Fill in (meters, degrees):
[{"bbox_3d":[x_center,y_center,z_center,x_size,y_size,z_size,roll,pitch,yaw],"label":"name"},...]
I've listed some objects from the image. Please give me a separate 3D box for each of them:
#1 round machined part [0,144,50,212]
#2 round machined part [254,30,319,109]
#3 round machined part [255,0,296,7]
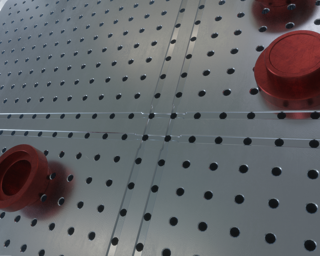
[{"bbox_3d":[-0.205,0.076,0.460,0.098,0.042,0.098,-13,56,21],"label":"round machined part"},{"bbox_3d":[0.159,-0.074,0.359,0.098,0.042,0.098,-13,56,21],"label":"round machined part"},{"bbox_3d":[0.170,-0.212,0.439,0.098,0.042,0.098,-13,56,21],"label":"round machined part"}]
